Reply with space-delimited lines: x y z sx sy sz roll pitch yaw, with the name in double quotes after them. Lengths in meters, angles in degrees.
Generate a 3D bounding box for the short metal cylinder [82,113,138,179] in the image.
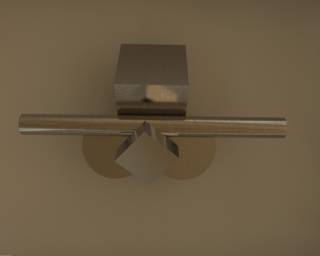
-0.053 0.021 0.397 0.081 0.050 0.079 0 90 -1 "short metal cylinder"

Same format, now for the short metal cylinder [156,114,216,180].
0.027 0.023 0.398 0.081 0.050 0.079 0 90 -1 "short metal cylinder"

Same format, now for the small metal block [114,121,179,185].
-0.014 0.029 0.349 0.050 0.025 0.050 38 112 -19 "small metal block"

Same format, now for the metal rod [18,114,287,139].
-0.007 -0.002 0.360 0.302 0.025 0.025 1 90 -1 "metal rod"

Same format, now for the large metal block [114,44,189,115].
-0.009 -0.058 0.377 0.081 0.050 0.080 1 47 0 "large metal block"
